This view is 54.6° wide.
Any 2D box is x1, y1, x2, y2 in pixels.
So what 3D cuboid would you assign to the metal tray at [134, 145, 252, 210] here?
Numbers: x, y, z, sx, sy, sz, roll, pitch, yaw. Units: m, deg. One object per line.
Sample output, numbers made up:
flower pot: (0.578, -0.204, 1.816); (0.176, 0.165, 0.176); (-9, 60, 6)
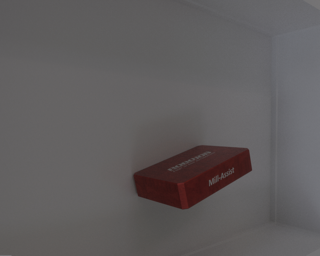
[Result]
metal tray: (0.044, 0.057, 0.399); (0.131, 0.090, 0.030); (-19, 102, -38)
